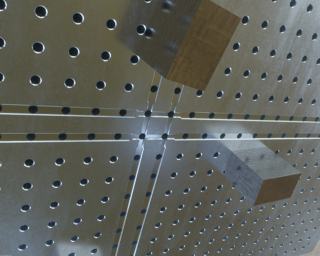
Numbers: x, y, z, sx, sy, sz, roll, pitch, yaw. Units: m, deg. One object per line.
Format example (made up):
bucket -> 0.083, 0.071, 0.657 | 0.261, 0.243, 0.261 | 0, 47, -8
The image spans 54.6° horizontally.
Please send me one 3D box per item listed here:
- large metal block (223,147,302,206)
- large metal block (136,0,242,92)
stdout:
large metal block -> 0.167, 0.077, 0.513 | 0.081, 0.080, 0.050 | -4, 120, -27
large metal block -> 0.025, -0.096, 0.330 | 0.050, 0.080, 0.080 | 13, 112, -34
